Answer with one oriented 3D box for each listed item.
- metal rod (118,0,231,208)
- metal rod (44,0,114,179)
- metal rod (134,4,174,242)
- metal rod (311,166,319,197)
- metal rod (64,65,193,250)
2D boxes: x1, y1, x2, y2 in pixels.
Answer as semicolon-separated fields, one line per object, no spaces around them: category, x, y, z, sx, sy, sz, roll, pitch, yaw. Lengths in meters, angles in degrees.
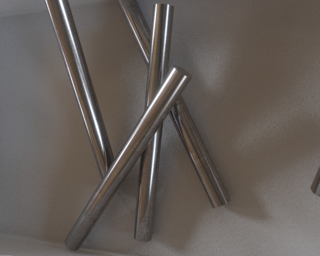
metal rod;0.015;-0.041;0.405;0.025;0.025;0.299;-27;81;18
metal rod;-0.096;-0.054;0.380;0.025;0.025;0.298;-4;113;20
metal rod;-0.009;0.001;0.393;0.025;0.025;0.298;9;100;20
metal rod;0.198;-0.058;0.275;0.025;0.025;0.298;18;121;19
metal rod;-0.051;0.053;0.394;0.025;0.025;0.298;40;114;15
